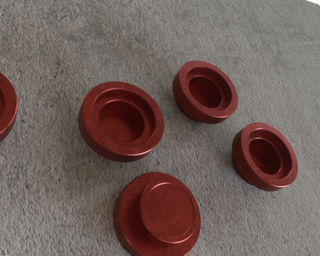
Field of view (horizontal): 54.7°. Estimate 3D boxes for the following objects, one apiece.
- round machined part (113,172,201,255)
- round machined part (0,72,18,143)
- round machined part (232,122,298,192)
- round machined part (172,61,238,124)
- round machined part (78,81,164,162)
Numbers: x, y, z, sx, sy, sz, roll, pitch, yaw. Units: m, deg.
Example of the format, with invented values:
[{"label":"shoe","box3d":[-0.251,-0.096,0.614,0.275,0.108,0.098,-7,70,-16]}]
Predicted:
[{"label":"round machined part","box3d":[0.003,0.093,0.337,0.099,0.042,0.098,14,56,-21]},{"label":"round machined part","box3d":[-0.193,-0.016,0.299,0.099,0.042,0.098,14,56,-21]},{"label":"round machined part","box3d":[0.143,0.044,0.443,0.099,0.042,0.098,14,56,-21]},{"label":"round machined part","box3d":[0.062,-0.048,0.455,0.099,0.042,0.098,14,56,-21]},{"label":"round machined part","box3d":[-0.048,-0.004,0.369,0.099,0.042,0.098,14,56,-21]}]
